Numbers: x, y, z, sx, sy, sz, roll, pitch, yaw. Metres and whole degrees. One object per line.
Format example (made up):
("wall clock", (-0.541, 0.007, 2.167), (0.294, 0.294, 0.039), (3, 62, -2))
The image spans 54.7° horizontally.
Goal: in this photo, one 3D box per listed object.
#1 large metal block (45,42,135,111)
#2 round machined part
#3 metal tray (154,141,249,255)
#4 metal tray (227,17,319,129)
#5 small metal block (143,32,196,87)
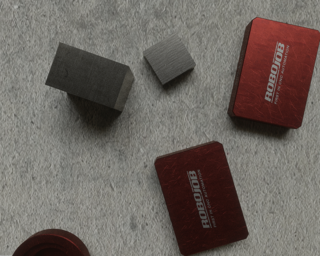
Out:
("large metal block", (-0.081, -0.058, 0.382), (0.080, 0.080, 0.050), (19, 90, 0))
("round machined part", (-0.137, 0.178, 0.400), (0.099, 0.042, 0.097), (0, 90, 0))
("metal tray", (0.053, 0.090, 0.408), (0.090, 0.030, 0.129), (-16, 90, 0))
("metal tray", (0.149, -0.070, 0.409), (0.091, 0.030, 0.129), (12, 90, 0))
("small metal block", (0.012, -0.090, 0.410), (0.050, 0.025, 0.050), (-31, 90, 0))
